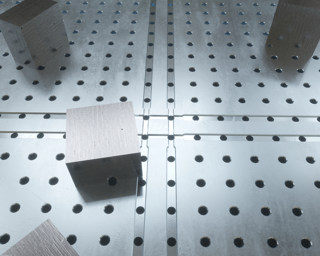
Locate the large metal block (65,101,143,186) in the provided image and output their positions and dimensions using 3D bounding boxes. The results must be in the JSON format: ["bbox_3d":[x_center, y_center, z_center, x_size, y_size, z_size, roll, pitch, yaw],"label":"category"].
[{"bbox_3d":[-0.067,0.018,0.377,0.080,0.050,0.080,-8,51,-7],"label":"large metal block"}]

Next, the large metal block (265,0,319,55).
[{"bbox_3d":[0.233,-0.179,0.524,0.080,0.080,0.050,17,52,14],"label":"large metal block"}]

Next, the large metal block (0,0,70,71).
[{"bbox_3d":[-0.201,-0.154,0.501,0.050,0.080,0.080,24,54,19],"label":"large metal block"}]

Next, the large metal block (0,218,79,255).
[{"bbox_3d":[-0.103,0.143,0.271,0.080,0.050,0.080,37,59,27],"label":"large metal block"}]
